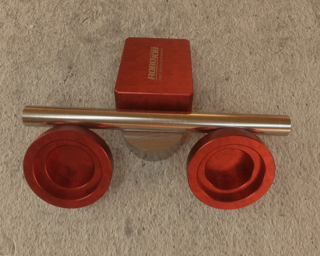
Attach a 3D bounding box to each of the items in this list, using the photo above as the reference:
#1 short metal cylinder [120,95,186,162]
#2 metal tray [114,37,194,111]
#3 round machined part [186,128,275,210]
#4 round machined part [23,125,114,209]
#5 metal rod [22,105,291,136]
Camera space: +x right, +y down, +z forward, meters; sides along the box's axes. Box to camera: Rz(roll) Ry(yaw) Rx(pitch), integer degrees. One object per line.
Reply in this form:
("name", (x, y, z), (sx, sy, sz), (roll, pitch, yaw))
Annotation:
("short metal cylinder", (-0.008, -0.001, 0.397), (0.081, 0.050, 0.080), (0, 70, 0))
("metal tray", (-0.005, -0.073, 0.405), (0.091, 0.030, 0.130), (2, 44, 0))
("round machined part", (0.080, 0.044, 0.367), (0.099, 0.042, 0.097), (0, 113, 0))
("round machined part", (-0.104, 0.042, 0.367), (0.099, 0.042, 0.097), (0, 108, -1))
("metal rod", (-0.004, -0.008, 0.360), (0.302, 0.025, 0.025), (2, 70, 0))
